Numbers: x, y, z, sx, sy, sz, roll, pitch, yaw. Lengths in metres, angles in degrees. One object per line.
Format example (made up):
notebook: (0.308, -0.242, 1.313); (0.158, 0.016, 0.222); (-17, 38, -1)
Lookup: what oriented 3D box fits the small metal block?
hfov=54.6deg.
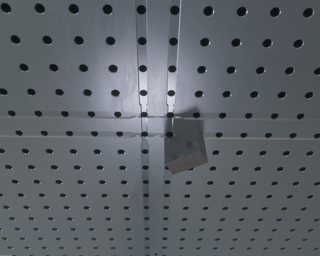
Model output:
small metal block: (0.034, 0.029, 0.420); (0.050, 0.050, 0.025); (-22, 127, 17)
